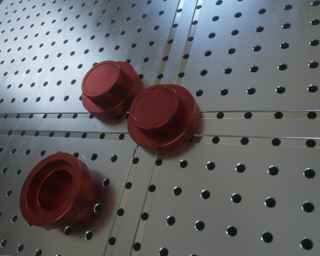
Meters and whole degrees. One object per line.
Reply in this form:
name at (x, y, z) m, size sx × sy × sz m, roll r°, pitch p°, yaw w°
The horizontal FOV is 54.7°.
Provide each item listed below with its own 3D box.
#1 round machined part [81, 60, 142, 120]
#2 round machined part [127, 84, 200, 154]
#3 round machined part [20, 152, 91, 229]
round machined part at (-0.081, -0.065, 0.478) m, size 0.098 × 0.042 × 0.098 m, roll -13°, pitch 56°, yaw 20°
round machined part at (-0.001, -0.018, 0.408) m, size 0.098 × 0.042 × 0.098 m, roll -13°, pitch 56°, yaw 20°
round machined part at (-0.133, 0.085, 0.413) m, size 0.098 × 0.042 × 0.098 m, roll -13°, pitch 56°, yaw 20°
